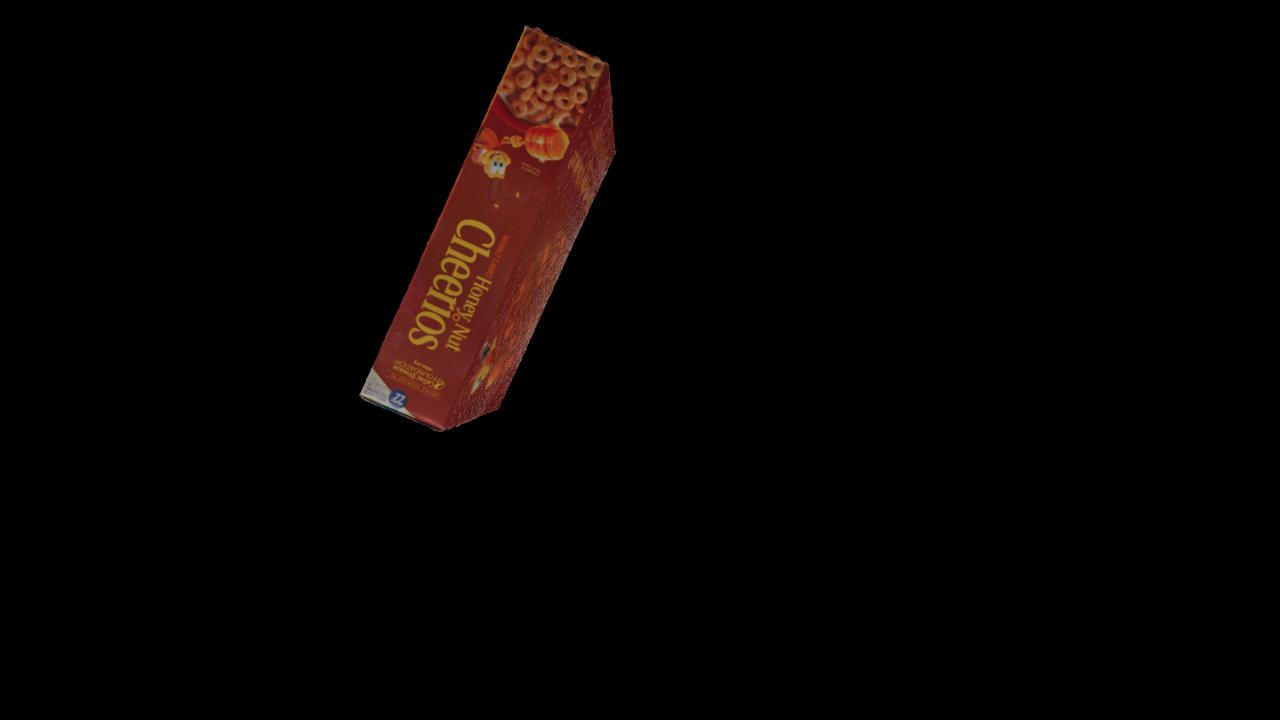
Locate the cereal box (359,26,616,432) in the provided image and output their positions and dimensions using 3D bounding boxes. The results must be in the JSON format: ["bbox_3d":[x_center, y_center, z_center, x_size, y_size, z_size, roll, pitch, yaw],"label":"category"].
[{"bbox_3d":[-0.117,-0.096,0.547,0.081,0.306,0.203,25,1,-1],"label":"cereal box"}]
